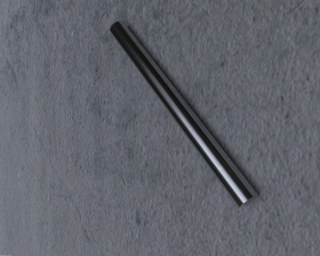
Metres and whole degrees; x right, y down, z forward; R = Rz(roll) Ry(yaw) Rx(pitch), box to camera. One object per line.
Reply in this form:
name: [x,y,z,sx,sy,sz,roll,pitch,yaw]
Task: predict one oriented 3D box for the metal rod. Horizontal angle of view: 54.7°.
metal rod: [0.016,-0.034,0.390,0.025,0.025,0.299,-49,61,28]
